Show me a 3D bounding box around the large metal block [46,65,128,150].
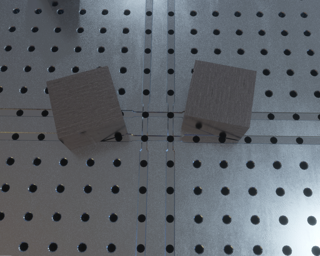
[{"bbox_3d":[-0.094,-0.026,0.407,0.080,0.050,0.080,-16,71,-6],"label":"large metal block"}]

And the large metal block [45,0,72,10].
[{"bbox_3d":[-0.174,-0.245,0.471,0.050,0.080,0.080,-33,74,-11],"label":"large metal block"}]

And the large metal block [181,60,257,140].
[{"bbox_3d":[0.077,-0.036,0.412,0.080,0.050,0.080,12,70,4],"label":"large metal block"}]
